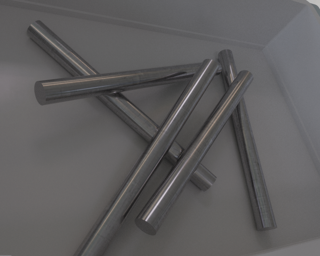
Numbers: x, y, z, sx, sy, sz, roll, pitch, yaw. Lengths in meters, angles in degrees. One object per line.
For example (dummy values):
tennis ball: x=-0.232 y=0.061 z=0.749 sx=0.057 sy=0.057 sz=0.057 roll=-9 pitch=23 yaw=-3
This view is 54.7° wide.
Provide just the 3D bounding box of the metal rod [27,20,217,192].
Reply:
metal rod: x=-0.048 y=-0.028 z=0.396 sx=0.300 sy=0.025 sz=0.025 roll=42 pitch=51 yaw=0

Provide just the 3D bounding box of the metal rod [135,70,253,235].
metal rod: x=0.061 y=0.008 z=0.399 sx=0.025 sy=0.025 sz=0.301 roll=41 pitch=51 yaw=-1

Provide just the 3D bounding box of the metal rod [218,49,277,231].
metal rod: x=0.127 y=0.000 z=0.473 sx=0.025 sy=0.025 sz=0.299 roll=9 pitch=58 yaw=-24

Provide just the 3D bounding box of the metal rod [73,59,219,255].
metal rod: x=-0.001 y=0.021 z=0.363 sx=0.025 sy=0.025 sz=0.301 roll=36 pitch=60 yaw=-4

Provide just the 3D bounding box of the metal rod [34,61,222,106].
metal rod: x=-0.014 y=-0.067 z=0.414 sx=0.302 sy=0.025 sz=0.025 roll=-17 pitch=71 yaw=-43
